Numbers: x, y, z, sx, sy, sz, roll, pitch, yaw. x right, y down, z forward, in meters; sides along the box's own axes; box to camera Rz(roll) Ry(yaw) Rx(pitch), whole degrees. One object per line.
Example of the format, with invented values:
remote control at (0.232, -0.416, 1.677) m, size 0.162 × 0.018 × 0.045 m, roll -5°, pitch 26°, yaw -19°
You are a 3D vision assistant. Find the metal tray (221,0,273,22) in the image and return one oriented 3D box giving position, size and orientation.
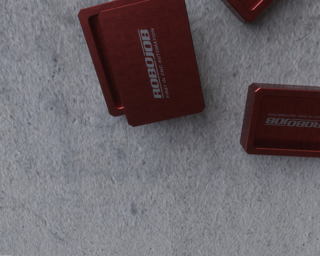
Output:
metal tray at (0.085, -0.194, 0.336) m, size 0.130 × 0.030 × 0.090 m, roll 42°, pitch 104°, yaw -14°

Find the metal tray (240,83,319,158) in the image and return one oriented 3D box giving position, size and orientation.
metal tray at (0.178, -0.009, 0.406) m, size 0.131 × 0.030 × 0.089 m, roll 3°, pitch 110°, yaw -2°

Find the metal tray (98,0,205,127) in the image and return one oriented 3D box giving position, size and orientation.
metal tray at (-0.006, -0.073, 0.348) m, size 0.090 × 0.030 × 0.129 m, roll -13°, pitch 110°, yaw 4°

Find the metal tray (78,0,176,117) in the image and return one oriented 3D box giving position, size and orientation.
metal tray at (-0.033, -0.086, 0.374) m, size 0.090 × 0.030 × 0.129 m, roll -13°, pitch 110°, yaw 4°
